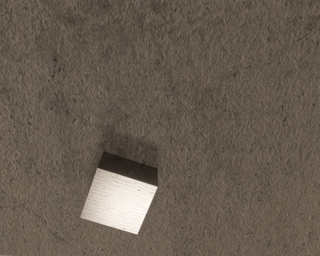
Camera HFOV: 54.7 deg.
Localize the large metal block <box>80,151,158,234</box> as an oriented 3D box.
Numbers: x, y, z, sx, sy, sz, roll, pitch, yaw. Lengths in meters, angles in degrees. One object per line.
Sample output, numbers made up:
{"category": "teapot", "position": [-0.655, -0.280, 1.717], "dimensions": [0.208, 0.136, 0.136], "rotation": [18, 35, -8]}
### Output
{"category": "large metal block", "position": [-0.055, 0.089, 0.429], "dimensions": [0.080, 0.050, 0.079], "rotation": [19, 109, -8]}
